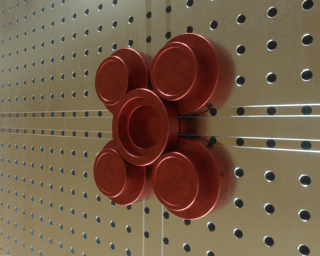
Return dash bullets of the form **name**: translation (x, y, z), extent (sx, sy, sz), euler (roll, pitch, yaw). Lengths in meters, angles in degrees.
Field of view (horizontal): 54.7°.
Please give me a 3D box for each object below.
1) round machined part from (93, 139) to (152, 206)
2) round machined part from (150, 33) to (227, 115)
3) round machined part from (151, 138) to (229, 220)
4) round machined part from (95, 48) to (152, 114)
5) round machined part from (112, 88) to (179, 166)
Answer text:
- **round machined part**: translation (-0.058, 0.062, 0.444), extent (0.098, 0.042, 0.097), euler (0, 90, 39)
- **round machined part**: translation (0.027, -0.065, 0.374), extent (0.098, 0.042, 0.097), euler (0, 90, 39)
- **round machined part**: translation (0.028, 0.061, 0.372), extent (0.098, 0.042, 0.097), euler (0, 90, 39)
- **round machined part**: translation (-0.055, -0.065, 0.440), extent (0.098, 0.042, 0.097), euler (0, 90, 39)
- **round machined part**: translation (-0.014, -0.001, 0.406), extent (0.098, 0.042, 0.097), euler (0, 90, 39)
